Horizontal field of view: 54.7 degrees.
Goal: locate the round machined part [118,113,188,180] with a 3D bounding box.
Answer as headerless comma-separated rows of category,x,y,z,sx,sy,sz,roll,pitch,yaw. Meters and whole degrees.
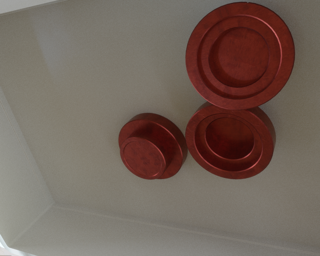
round machined part,-0.015,0.032,0.426,0.098,0.042,0.097,13,124,21

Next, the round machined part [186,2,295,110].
round machined part,0.078,-0.069,0.303,0.098,0.042,0.097,5,107,19

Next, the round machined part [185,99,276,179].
round machined part,0.083,0.008,0.359,0.098,0.042,0.097,13,124,21
